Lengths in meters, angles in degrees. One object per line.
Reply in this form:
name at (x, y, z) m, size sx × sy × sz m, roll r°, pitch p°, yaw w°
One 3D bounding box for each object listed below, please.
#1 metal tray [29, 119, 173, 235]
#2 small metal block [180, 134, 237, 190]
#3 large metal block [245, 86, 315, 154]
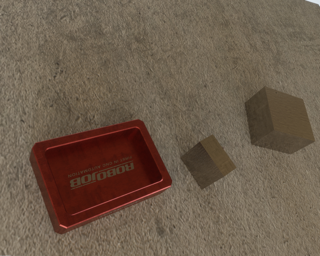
metal tray at (-0.061, 0.047, 0.338) m, size 0.131 × 0.030 × 0.090 m, roll -15°, pitch 69°, yaw -34°
small metal block at (0.060, 0.044, 0.393) m, size 0.025 × 0.050 × 0.050 m, roll -25°, pitch 76°, yaw -37°
large metal block at (0.190, -0.011, 0.496) m, size 0.081 × 0.050 × 0.080 m, roll 14°, pitch 56°, yaw -21°
